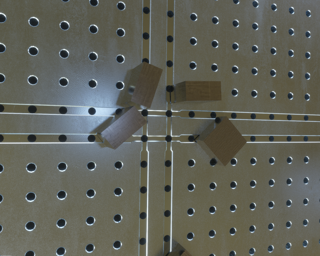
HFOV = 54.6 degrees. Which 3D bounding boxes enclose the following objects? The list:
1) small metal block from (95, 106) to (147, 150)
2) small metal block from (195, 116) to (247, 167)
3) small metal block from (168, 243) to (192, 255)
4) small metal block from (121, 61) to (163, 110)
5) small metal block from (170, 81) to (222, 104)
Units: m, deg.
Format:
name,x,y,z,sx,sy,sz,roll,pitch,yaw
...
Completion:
name,x,y,z,sx,sy,sz,roll,pitch,yaw
small metal block,-0.049,-0.001,0.381,0.050,0.050,0.025,-41,103,-15
small metal block,0.088,0.019,0.445,0.050,0.025,0.050,-45,104,-14
small metal block,0.029,0.197,0.423,0.050,0.025,0.050,-45,104,-14
small metal block,-0.024,-0.051,0.390,0.025,0.050,0.050,20,83,-19
small metal block,0.047,-0.047,0.416,0.050,0.050,0.025,-3,91,-20
